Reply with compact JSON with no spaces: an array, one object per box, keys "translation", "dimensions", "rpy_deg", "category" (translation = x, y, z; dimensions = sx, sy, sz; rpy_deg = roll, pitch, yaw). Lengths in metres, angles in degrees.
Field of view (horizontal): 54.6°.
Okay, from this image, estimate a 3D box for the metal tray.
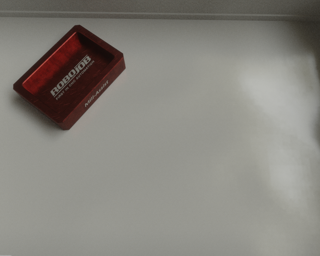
[{"translation":[-0.123,-0.073,0.432],"dimensions":[0.090,0.030,0.130],"rpy_deg":[36,74,12],"category":"metal tray"}]
